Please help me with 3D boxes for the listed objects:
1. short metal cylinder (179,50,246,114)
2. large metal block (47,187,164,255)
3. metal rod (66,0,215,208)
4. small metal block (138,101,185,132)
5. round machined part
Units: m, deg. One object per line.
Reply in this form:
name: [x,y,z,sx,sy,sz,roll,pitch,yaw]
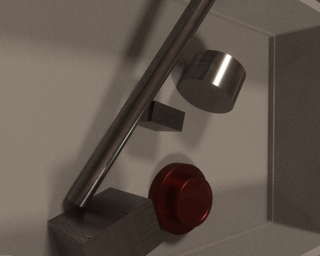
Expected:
short metal cylinder: [0.073,-0.063,0.434,0.080,0.080,0.050,40,66,-33]
large metal block: [-0.057,0.109,0.325,0.081,0.080,0.050,-25,106,-38]
metal rod: [-0.013,-0.047,0.354,0.025,0.025,0.300,37,80,-34]
small metal block: [-0.006,-0.014,0.388,0.050,0.050,0.025,18,79,-39]
round machined part: [0.035,0.098,0.427,0.099,0.042,0.097,0,90,-40]
